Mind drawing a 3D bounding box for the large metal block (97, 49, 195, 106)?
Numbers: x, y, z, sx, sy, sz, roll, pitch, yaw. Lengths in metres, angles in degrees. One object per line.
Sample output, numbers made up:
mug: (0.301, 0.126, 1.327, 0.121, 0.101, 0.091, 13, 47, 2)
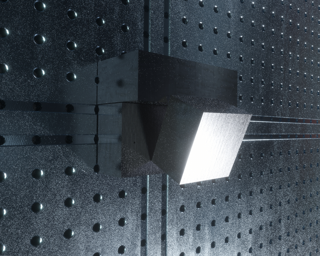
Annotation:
large metal block: (-0.017, -0.052, 0.360, 0.081, 0.080, 0.050, 1, 90, -40)

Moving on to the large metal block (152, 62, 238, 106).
large metal block: (0.045, -0.051, 0.412, 0.081, 0.080, 0.050, 1, 90, -40)

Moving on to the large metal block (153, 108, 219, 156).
large metal block: (0.037, 0.014, 0.423, 0.081, 0.050, 0.079, 1, 90, -40)

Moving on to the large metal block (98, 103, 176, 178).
large metal block: (-0.026, 0.013, 0.371, 0.081, 0.050, 0.079, 1, 90, -40)

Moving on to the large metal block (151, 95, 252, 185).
large metal block: (0.046, 0.011, 0.347, 0.081, 0.050, 0.079, 0, 114, -40)
